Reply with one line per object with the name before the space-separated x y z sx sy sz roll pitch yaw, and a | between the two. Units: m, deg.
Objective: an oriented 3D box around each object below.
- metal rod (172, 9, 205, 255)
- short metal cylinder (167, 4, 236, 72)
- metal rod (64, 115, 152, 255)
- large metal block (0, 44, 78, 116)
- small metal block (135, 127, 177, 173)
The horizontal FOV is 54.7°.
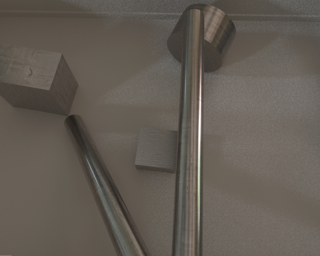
metal rod | 0.031 -0.003 0.306 0.025 0.025 0.299 4 62 1
short metal cylinder | 0.057 -0.121 0.426 0.080 0.080 0.050 25 72 8
metal rod | -0.050 0.072 0.305 0.025 0.025 0.300 -29 43 -10
large metal block | -0.161 -0.059 0.400 0.080 0.080 0.050 10 71 3
small metal block | -0.003 0.029 0.399 0.050 0.025 0.050 7 70 2
